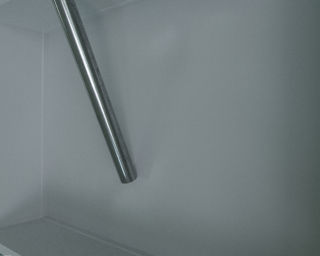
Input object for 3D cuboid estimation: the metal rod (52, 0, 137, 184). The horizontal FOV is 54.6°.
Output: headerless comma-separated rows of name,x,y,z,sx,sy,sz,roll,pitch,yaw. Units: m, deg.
metal rod,-0.087,-0.061,0.399,0.025,0.025,0.299,0,115,40
